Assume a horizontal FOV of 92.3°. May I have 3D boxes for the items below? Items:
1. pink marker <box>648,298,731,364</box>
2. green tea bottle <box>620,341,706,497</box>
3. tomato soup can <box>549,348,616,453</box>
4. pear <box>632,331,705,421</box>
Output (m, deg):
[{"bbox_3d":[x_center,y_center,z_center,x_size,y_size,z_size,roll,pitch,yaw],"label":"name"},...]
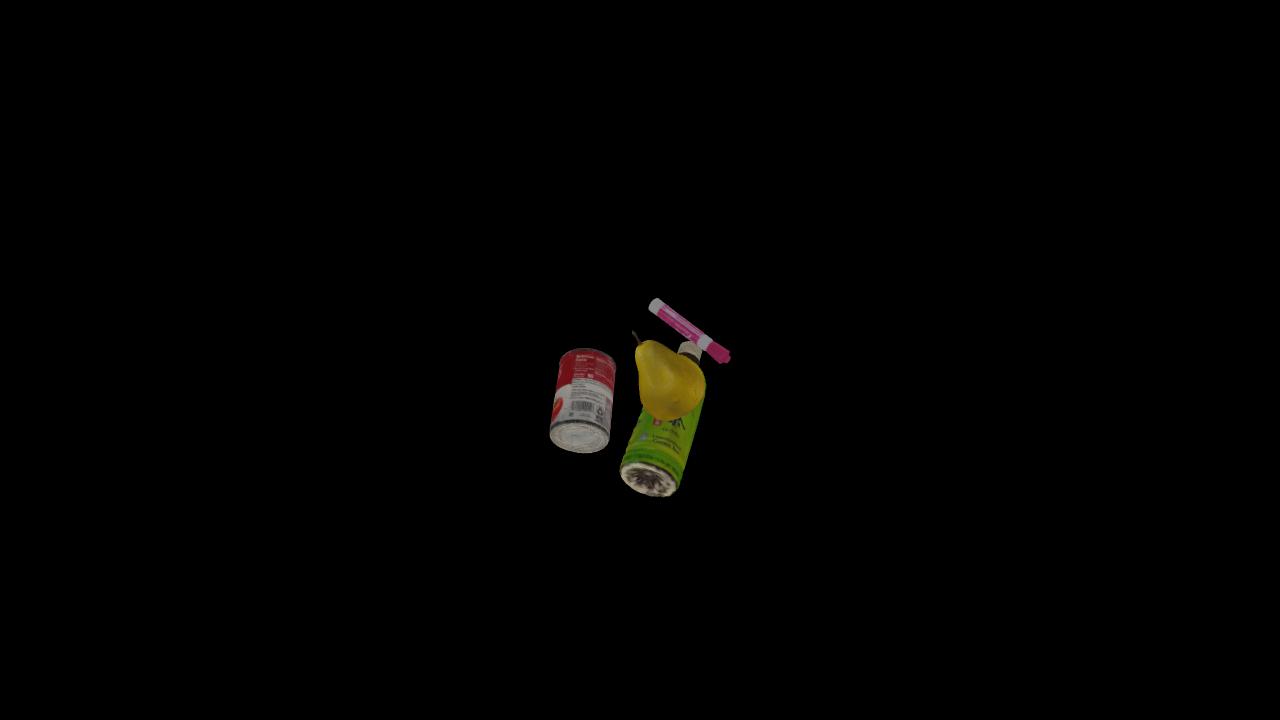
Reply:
[{"bbox_3d":[0.060,-0.034,0.736,0.121,0.020,0.020,39,18,23],"label":"pink marker"},{"bbox_3d":[0.038,0.060,0.743,0.073,0.073,0.212,0,43,22],"label":"green tea bottle"},{"bbox_3d":[-0.063,0.046,0.694,0.068,0.101,0.068,2,-38,1],"label":"tomato soup can"},{"bbox_3d":[0.022,0.012,0.696,0.080,0.111,0.080,-31,5,3],"label":"pear"}]
